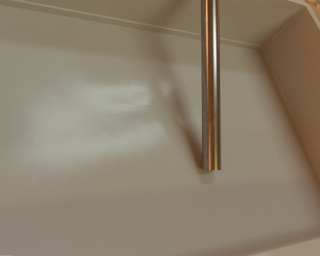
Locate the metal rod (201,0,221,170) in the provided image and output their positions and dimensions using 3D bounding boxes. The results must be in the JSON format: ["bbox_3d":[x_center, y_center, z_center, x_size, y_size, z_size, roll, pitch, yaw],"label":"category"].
[{"bbox_3d":[0.069,-0.094,0.421,0.025,0.025,0.298,1,87,-28],"label":"metal rod"}]
